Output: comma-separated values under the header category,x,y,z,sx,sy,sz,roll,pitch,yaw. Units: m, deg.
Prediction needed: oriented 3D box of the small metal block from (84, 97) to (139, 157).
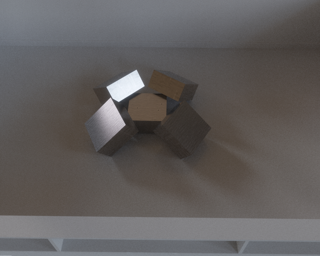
category,x,y,z,sx,sy,sz,roll,pitch,yaw
small metal block,-0.062,-0.001,0.388,0.050,0.025,0.050,-42,54,14

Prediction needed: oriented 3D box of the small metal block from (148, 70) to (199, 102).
category,x,y,z,sx,sy,sz,roll,pitch,yaw
small metal block,0.019,-0.060,0.437,0.050,0.025,0.050,28,19,21

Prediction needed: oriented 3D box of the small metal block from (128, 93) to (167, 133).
category,x,y,z,sx,sy,sz,roll,pitch,yaw
small metal block,-0.017,-0.020,0.419,0.050,0.025,0.050,1,50,1

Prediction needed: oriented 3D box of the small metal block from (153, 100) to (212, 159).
category,x,y,z,sx,sy,sz,roll,pitch,yaw
small metal block,0.028,0.002,0.386,0.050,0.025,0.050,46,57,-8

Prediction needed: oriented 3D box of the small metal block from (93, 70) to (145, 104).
category,x,y,z,sx,sy,sz,roll,pitch,yaw
small metal block,-0.058,-0.057,0.434,0.050,0.025,0.050,-35,21,-25
